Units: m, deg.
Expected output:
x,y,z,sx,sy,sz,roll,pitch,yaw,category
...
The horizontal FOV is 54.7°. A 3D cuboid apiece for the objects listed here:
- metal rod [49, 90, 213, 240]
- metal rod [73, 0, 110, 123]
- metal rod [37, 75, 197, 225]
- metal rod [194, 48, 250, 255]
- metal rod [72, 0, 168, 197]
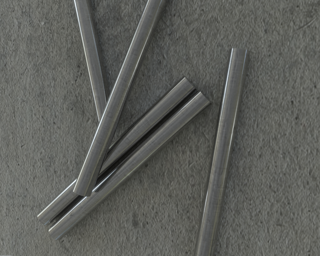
x,y,z,sx,sy,sz,roll,pitch,yaw,category
-0.049,0.059,0.426,0.299,0.025,0.025,-43,77,15,metal rod
-0.106,-0.153,0.446,0.025,0.025,0.298,-14,85,19,metal rod
-0.068,0.039,0.432,0.299,0.025,0.025,-42,77,15,metal rod
0.073,0.054,0.383,0.025,0.025,0.298,10,93,19,metal rod
-0.050,-0.053,0.410,0.025,0.025,0.299,22,91,18,metal rod
